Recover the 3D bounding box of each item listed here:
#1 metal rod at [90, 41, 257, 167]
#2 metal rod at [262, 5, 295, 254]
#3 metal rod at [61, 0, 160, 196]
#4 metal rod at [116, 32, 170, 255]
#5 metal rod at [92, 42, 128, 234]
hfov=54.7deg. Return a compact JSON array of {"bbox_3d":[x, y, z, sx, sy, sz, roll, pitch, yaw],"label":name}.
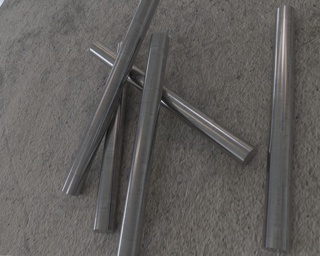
[{"bbox_3d":[-0.002,-0.047,0.414,0.025,0.025,0.300,-48,57,-5],"label":"metal rod"},{"bbox_3d":[0.135,-0.021,0.345,0.025,0.025,0.300,-1,61,27],"label":"metal rod"},{"bbox_3d":[-0.064,-0.052,0.421,0.025,0.025,0.299,21,87,35],"label":"metal rod"},{"bbox_3d":[-0.019,0.023,0.366,0.025,0.025,0.299,-1,71,28],"label":"metal rod"},{"bbox_3d":[-0.063,-0.007,0.441,0.025,0.025,0.299,-12,56,22],"label":"metal rod"}]
